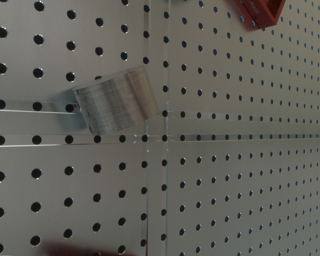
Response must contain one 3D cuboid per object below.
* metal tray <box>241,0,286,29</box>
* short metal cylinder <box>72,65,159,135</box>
[{"bbox_3d":[0.179,-0.257,0.558,0.130,0.030,0.090,39,66,-33],"label":"metal tray"},{"bbox_3d":[-0.047,-0.031,0.335,0.081,0.080,0.050,-30,109,-36],"label":"short metal cylinder"}]
